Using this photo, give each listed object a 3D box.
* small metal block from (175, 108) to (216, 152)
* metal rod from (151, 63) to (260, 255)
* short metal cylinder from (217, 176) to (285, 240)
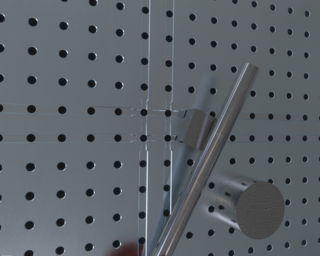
[{"bbox_3d":[0.057,0.006,0.434,0.050,0.025,0.050,23,82,-19],"label":"small metal block"},{"bbox_3d":[0.057,0.054,0.410,0.025,0.025,0.299,25,90,-19],"label":"metal rod"},{"bbox_3d":[0.130,0.113,0.448,0.081,0.050,0.079,0,90,-20],"label":"short metal cylinder"}]
